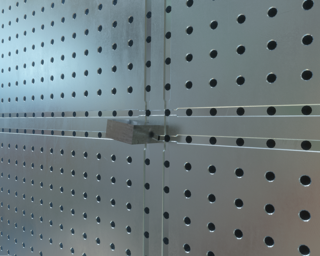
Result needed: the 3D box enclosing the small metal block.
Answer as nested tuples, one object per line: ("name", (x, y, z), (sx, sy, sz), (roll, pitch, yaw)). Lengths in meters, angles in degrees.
("small metal block", (-0.037, 0.004, 0.422), (0.050, 0.050, 0.025), (12, 98, 39))
